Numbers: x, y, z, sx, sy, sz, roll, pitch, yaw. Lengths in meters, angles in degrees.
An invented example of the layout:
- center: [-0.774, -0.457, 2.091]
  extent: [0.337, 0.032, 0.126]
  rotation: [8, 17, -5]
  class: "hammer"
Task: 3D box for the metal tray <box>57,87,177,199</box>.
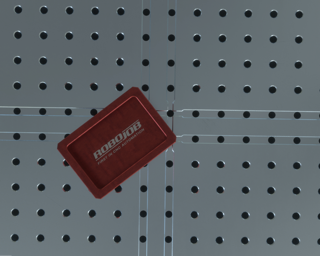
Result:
- center: [-0.055, 0.019, 0.410]
  extent: [0.130, 0.030, 0.090]
  rotation: [-37, 90, 0]
  class: "metal tray"
